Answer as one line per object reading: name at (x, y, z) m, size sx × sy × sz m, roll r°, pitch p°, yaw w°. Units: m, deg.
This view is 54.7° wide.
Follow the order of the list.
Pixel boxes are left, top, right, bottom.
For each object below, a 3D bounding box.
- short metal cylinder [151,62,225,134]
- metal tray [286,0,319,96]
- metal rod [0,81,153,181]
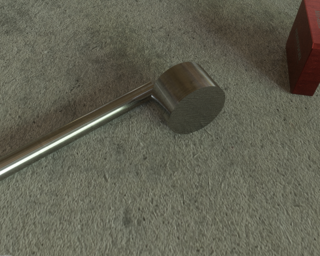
short metal cylinder at (0.036, -0.038, 0.400) m, size 0.081 × 0.080 × 0.050 m, roll -20°, pitch 53°, yaw -16°
metal tray at (0.222, -0.123, 0.465) m, size 0.030 × 0.090 × 0.130 m, roll 9°, pitch 51°, yaw 7°
metal rod at (-0.130, 0.015, 0.389) m, size 0.302 × 0.025 × 0.025 m, roll -31°, pitch 57°, yaw -24°
